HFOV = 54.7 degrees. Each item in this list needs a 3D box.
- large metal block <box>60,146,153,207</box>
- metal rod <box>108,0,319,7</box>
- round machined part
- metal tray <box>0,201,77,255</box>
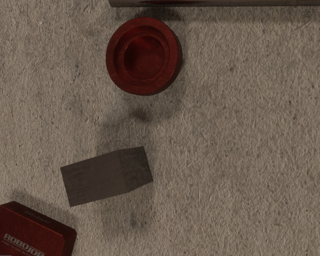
[{"bbox_3d":[-0.066,0.060,0.402,0.080,0.080,0.050,-18,84,19],"label":"large metal block"},{"bbox_3d":[0.075,-0.163,0.382,0.301,0.025,0.025,7,93,19],"label":"metal rod"},{"bbox_3d":[-0.018,-0.090,0.405,0.098,0.042,0.097,0,90,19],"label":"round machined part"},{"bbox_3d":[-0.199,0.178,0.475,0.130,0.030,0.089,17,96,18],"label":"metal tray"}]
